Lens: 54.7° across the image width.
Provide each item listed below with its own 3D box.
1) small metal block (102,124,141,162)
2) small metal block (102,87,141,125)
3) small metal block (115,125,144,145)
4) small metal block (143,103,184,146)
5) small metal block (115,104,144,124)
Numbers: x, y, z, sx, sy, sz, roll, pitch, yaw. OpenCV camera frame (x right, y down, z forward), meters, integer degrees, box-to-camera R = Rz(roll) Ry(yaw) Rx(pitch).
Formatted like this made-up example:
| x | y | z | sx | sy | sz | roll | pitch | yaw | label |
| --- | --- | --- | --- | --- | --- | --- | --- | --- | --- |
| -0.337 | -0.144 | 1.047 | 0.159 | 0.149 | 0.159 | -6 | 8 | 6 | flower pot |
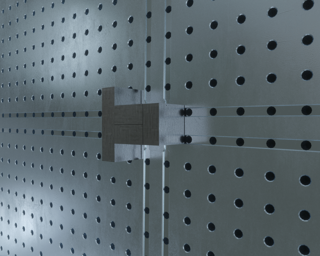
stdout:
| x | y | z | sx | sy | sz | roll | pitch | yaw | label |
| --- | --- | --- | --- | --- | --- | --- | --- | --- | --- |
| -0.053 | 0.020 | 0.434 | 0.025 | 0.050 | 0.050 | 0 | 90 | 40 | small metal block |
| -0.053 | -0.030 | 0.434 | 0.025 | 0.050 | 0.050 | 0 | 90 | 40 | small metal block |
| -0.024 | 0.008 | 0.410 | 0.050 | 0.050 | 0.025 | 0 | 90 | 39 | small metal block |
| 0.005 | -0.004 | 0.386 | 0.025 | 0.050 | 0.050 | 0 | 90 | 40 | small metal block |
| -0.024 | -0.017 | 0.410 | 0.050 | 0.050 | 0.025 | 0 | 90 | 39 | small metal block |
